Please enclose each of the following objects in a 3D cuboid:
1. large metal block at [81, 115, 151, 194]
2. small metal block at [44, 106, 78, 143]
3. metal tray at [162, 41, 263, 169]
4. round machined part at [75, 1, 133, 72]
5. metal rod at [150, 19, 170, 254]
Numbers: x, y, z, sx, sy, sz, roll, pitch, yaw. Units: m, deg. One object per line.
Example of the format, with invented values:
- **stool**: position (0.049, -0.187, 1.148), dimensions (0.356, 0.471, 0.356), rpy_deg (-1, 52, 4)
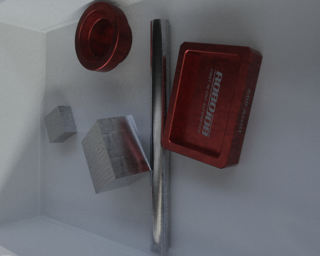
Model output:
- **large metal block**: position (-0.064, 0.037, 0.426), dimensions (0.080, 0.050, 0.080), rpy_deg (-41, 64, 52)
- **small metal block**: position (-0.177, -0.006, 0.550), dimensions (0.050, 0.025, 0.050), rpy_deg (-29, 72, 36)
- **metal tray**: position (0.056, -0.028, 0.355), dimensions (0.090, 0.030, 0.129), rpy_deg (17, 101, 38)
- **round machined part**: position (-0.079, -0.131, 0.459), dimensions (0.098, 0.042, 0.097), rpy_deg (0, 90, 39)
- **metal rod**: position (0.000, 0.011, 0.405), dimensions (0.025, 0.025, 0.298), rpy_deg (0, 90, 39)
